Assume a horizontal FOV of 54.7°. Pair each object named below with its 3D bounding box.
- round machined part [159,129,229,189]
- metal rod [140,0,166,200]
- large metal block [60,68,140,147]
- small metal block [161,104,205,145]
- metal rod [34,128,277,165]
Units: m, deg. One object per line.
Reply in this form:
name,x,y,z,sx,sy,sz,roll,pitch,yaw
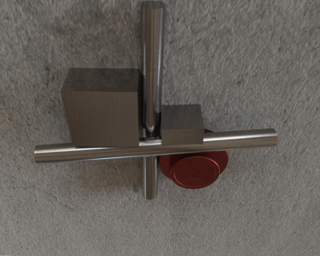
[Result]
round machined part,0.048,0.050,0.440,0.099,0.042,0.097,-1,130,0
metal rod,-0.012,-0.008,0.401,0.025,0.025,0.298,1,130,-2
large metal block,-0.065,-0.024,0.370,0.081,0.050,0.079,1,130,-1
small metal block,0.027,-0.005,0.388,0.050,0.050,0.025,-1,130,0
metal rod,-0.003,0.023,0.396,0.302,0.025,0.025,-4,130,-3
